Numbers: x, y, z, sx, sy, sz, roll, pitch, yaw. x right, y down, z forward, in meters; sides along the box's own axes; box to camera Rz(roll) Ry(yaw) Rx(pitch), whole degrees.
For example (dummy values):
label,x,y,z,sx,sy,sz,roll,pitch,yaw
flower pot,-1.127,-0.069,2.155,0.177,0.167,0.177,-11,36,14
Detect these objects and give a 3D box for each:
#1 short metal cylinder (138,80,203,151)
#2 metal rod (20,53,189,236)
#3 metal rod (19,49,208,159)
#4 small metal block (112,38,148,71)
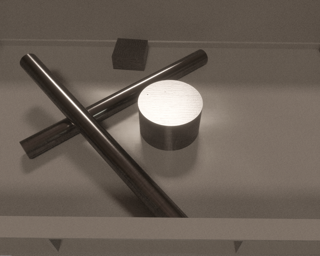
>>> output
label,x,y,z,sx,sy,sz,roll,pitch,yaw
short metal cylinder,0.013,-0.017,0.403,0.081,0.050,0.080,0,50,0
metal rod,-0.080,0.005,0.373,0.025,0.025,0.300,-35,67,-26
metal rod,-0.048,-0.044,0.441,0.302,0.025,0.025,-32,57,-24
small metal block,-0.048,-0.120,0.506,0.050,0.025,0.050,5,50,3
